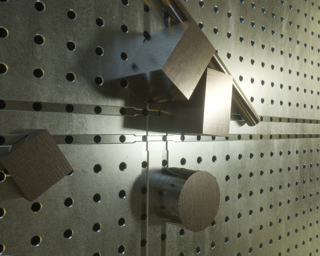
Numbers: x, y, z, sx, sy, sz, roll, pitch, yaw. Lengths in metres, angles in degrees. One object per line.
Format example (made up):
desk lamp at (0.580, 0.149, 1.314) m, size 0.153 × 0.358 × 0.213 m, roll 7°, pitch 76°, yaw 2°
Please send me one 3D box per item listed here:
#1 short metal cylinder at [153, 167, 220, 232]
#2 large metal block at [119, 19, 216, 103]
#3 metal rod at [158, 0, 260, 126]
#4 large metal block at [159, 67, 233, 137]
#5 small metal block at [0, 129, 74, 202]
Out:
short metal cylinder at (0.037, 0.096, 0.427) m, size 0.081 × 0.050 × 0.079 m, roll 0°, pitch 90°, yaw -40°
large metal block at (0.009, -0.079, 0.383) m, size 0.050 × 0.080 × 0.080 m, roll 44°, pitch 63°, yaw -32°
metal rod at (0.078, -0.106, 0.476) m, size 0.300 × 0.025 × 0.025 m, roll 46°, pitch 62°, yaw -30°
large metal block at (0.047, -0.031, 0.415) m, size 0.050 × 0.080 × 0.080 m, roll 8°, pitch 85°, yaw -40°
small metal block at (-0.124, 0.036, 0.306) m, size 0.050 × 0.025 × 0.050 m, roll -40°, pitch 115°, yaw -33°
